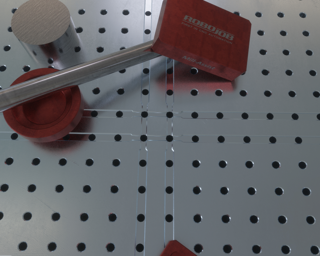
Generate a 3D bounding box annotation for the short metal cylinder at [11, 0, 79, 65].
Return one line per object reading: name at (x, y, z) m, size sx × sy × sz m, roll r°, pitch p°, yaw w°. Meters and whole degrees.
short metal cylinder at (-0.164, -0.139, 0.448) m, size 0.081 × 0.050 × 0.080 m, roll 0°, pitch 70°, yaw 0°

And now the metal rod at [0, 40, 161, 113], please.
metal rod at (-0.063, -0.086, 0.410) m, size 0.302 × 0.025 × 0.025 m, roll -25°, pitch 72°, yaw -22°

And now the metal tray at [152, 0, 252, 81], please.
metal tray at (0.061, -0.130, 0.434) m, size 0.131 × 0.030 × 0.090 m, roll 17°, pitch 70°, yaw -15°

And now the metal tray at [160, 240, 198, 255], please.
metal tray at (0.013, 0.202, 0.335) m, size 0.090 × 0.030 × 0.130 m, roll 34°, pitch 73°, yaw 11°

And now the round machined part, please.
round machined part at (-0.150, -0.027, 0.411) m, size 0.099 × 0.042 × 0.098 m, roll 0°, pitch 70°, yaw 0°
